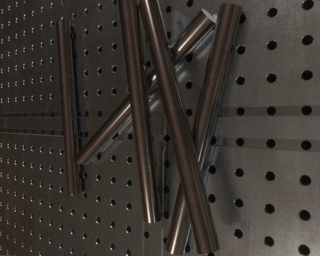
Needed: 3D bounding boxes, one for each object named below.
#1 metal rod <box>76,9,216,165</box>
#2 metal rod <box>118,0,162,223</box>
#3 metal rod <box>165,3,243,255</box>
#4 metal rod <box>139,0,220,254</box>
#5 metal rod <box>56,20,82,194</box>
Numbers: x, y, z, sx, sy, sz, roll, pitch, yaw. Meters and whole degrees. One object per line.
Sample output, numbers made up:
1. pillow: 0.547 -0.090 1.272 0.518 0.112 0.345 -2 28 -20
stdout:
1. metal rod: -0.034 -0.040 0.435 0.299 0.025 0.025 -44 64 30
2. metal rod: -0.025 -0.025 0.400 0.025 0.025 0.298 -1 98 39
3. metal rod: 0.049 0.010 0.367 0.025 0.025 0.298 19 102 38
4. metal rod: 0.019 -0.012 0.357 0.025 0.025 0.299 -21 77 38
5. metal rod: -0.157 -0.038 0.535 0.025 0.025 0.298 -8 85 39
